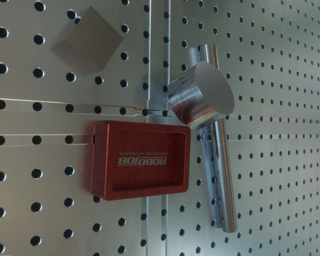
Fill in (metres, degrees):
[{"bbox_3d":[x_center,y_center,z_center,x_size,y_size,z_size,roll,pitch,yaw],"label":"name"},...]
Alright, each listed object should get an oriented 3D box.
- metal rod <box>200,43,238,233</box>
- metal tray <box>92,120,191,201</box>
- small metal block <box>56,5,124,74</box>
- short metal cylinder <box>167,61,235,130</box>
[{"bbox_3d":[0.094,0.020,0.490,0.025,0.025,0.298,-14,99,-39],"label":"metal rod"},{"bbox_3d":[-0.018,0.039,0.392,0.131,0.030,0.089,4,87,-40],"label":"metal tray"},{"bbox_3d":[-0.077,-0.097,0.346,0.050,0.025,0.050,41,65,-33],"label":"small metal block"},{"bbox_3d":[0.057,-0.044,0.425,0.080,0.050,0.080,26,50,-35],"label":"short metal cylinder"}]
